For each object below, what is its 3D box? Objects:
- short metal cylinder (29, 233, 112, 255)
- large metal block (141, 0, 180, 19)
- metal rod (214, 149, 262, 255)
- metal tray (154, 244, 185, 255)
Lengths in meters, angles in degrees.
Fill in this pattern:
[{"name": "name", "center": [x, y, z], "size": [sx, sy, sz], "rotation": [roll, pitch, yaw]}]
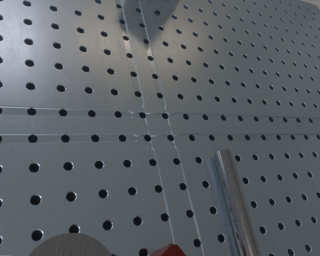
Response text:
[{"name": "short metal cylinder", "center": [-0.082, 0.136, 0.265], "size": [0.081, 0.050, 0.080], "rotation": [14, 56, -21]}, {"name": "large metal block", "center": [0.006, -0.250, 0.529], "size": [0.080, 0.080, 0.050], "rotation": [34, 51, -6]}, {"name": "metal rod", "center": [0.112, 0.166, 0.366], "size": [0.025, 0.025, 0.299], "rotation": [4, 60, -26]}, {"name": "metal tray", "center": [0.020, 0.193, 0.297], "size": [0.091, 0.030, 0.130], "rotation": [-32, 80, -38]}]
